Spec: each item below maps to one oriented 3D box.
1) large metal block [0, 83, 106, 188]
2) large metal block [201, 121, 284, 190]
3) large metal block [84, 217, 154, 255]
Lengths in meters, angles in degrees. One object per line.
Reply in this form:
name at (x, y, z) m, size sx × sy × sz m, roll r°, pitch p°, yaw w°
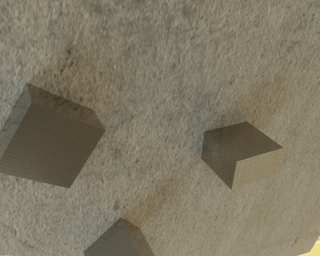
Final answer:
large metal block at (-0.119, 0.010, 0.333) m, size 0.080 × 0.050 × 0.080 m, roll 24°, pitch 105°, yaw -37°
large metal block at (0.119, 0.038, 0.462) m, size 0.081 × 0.080 × 0.050 m, roll -13°, pitch 124°, yaw -22°
large metal block at (-0.059, 0.197, 0.463) m, size 0.080 × 0.080 × 0.050 m, roll -44°, pitch 130°, yaw 2°
